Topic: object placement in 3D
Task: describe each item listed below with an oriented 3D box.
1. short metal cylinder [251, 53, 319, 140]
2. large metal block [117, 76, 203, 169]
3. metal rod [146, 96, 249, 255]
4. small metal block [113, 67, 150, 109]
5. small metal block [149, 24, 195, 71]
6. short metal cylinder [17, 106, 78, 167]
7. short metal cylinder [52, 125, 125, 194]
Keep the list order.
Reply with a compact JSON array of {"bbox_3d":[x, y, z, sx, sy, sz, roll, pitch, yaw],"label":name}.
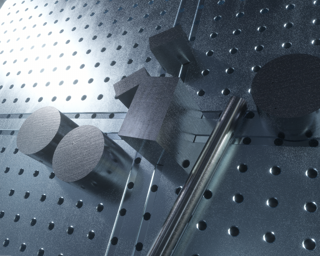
[{"bbox_3d":[0.145,-0.033,0.336,0.080,0.050,0.080,-13,56,21],"label":"short metal cylinder"},{"bbox_3d":[0.005,-0.006,0.374,0.050,0.080,0.080,7,65,31],"label":"large metal block"},{"bbox_3d":[0.023,0.094,0.338,0.025,0.025,0.300,20,72,35],"label":"metal rod"},{"bbox_3d":[-0.030,-0.051,0.439,0.050,0.050,0.025,-28,52,10],"label":"small metal block"},{"bbox_3d":[0.018,-0.116,0.454,0.050,0.050,0.025,-18,55,17],"label":"small metal block"},{"bbox_3d":[-0.168,0.014,0.472,0.080,0.050,0.080,-13,56,21],"label":"short metal cylinder"},{"bbox_3d":[-0.095,0.043,0.416,0.080,0.050,0.080,-13,56,21],"label":"short metal cylinder"}]
